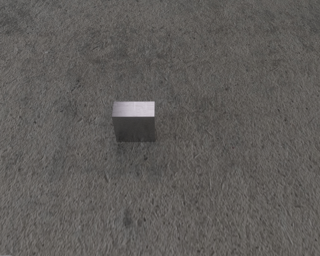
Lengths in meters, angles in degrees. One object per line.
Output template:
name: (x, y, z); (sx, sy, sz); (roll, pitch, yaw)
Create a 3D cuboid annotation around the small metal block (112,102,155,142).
small metal block: (-0.032, -0.007, 0.393); (0.050, 0.050, 0.025); (0, 50, 0)
